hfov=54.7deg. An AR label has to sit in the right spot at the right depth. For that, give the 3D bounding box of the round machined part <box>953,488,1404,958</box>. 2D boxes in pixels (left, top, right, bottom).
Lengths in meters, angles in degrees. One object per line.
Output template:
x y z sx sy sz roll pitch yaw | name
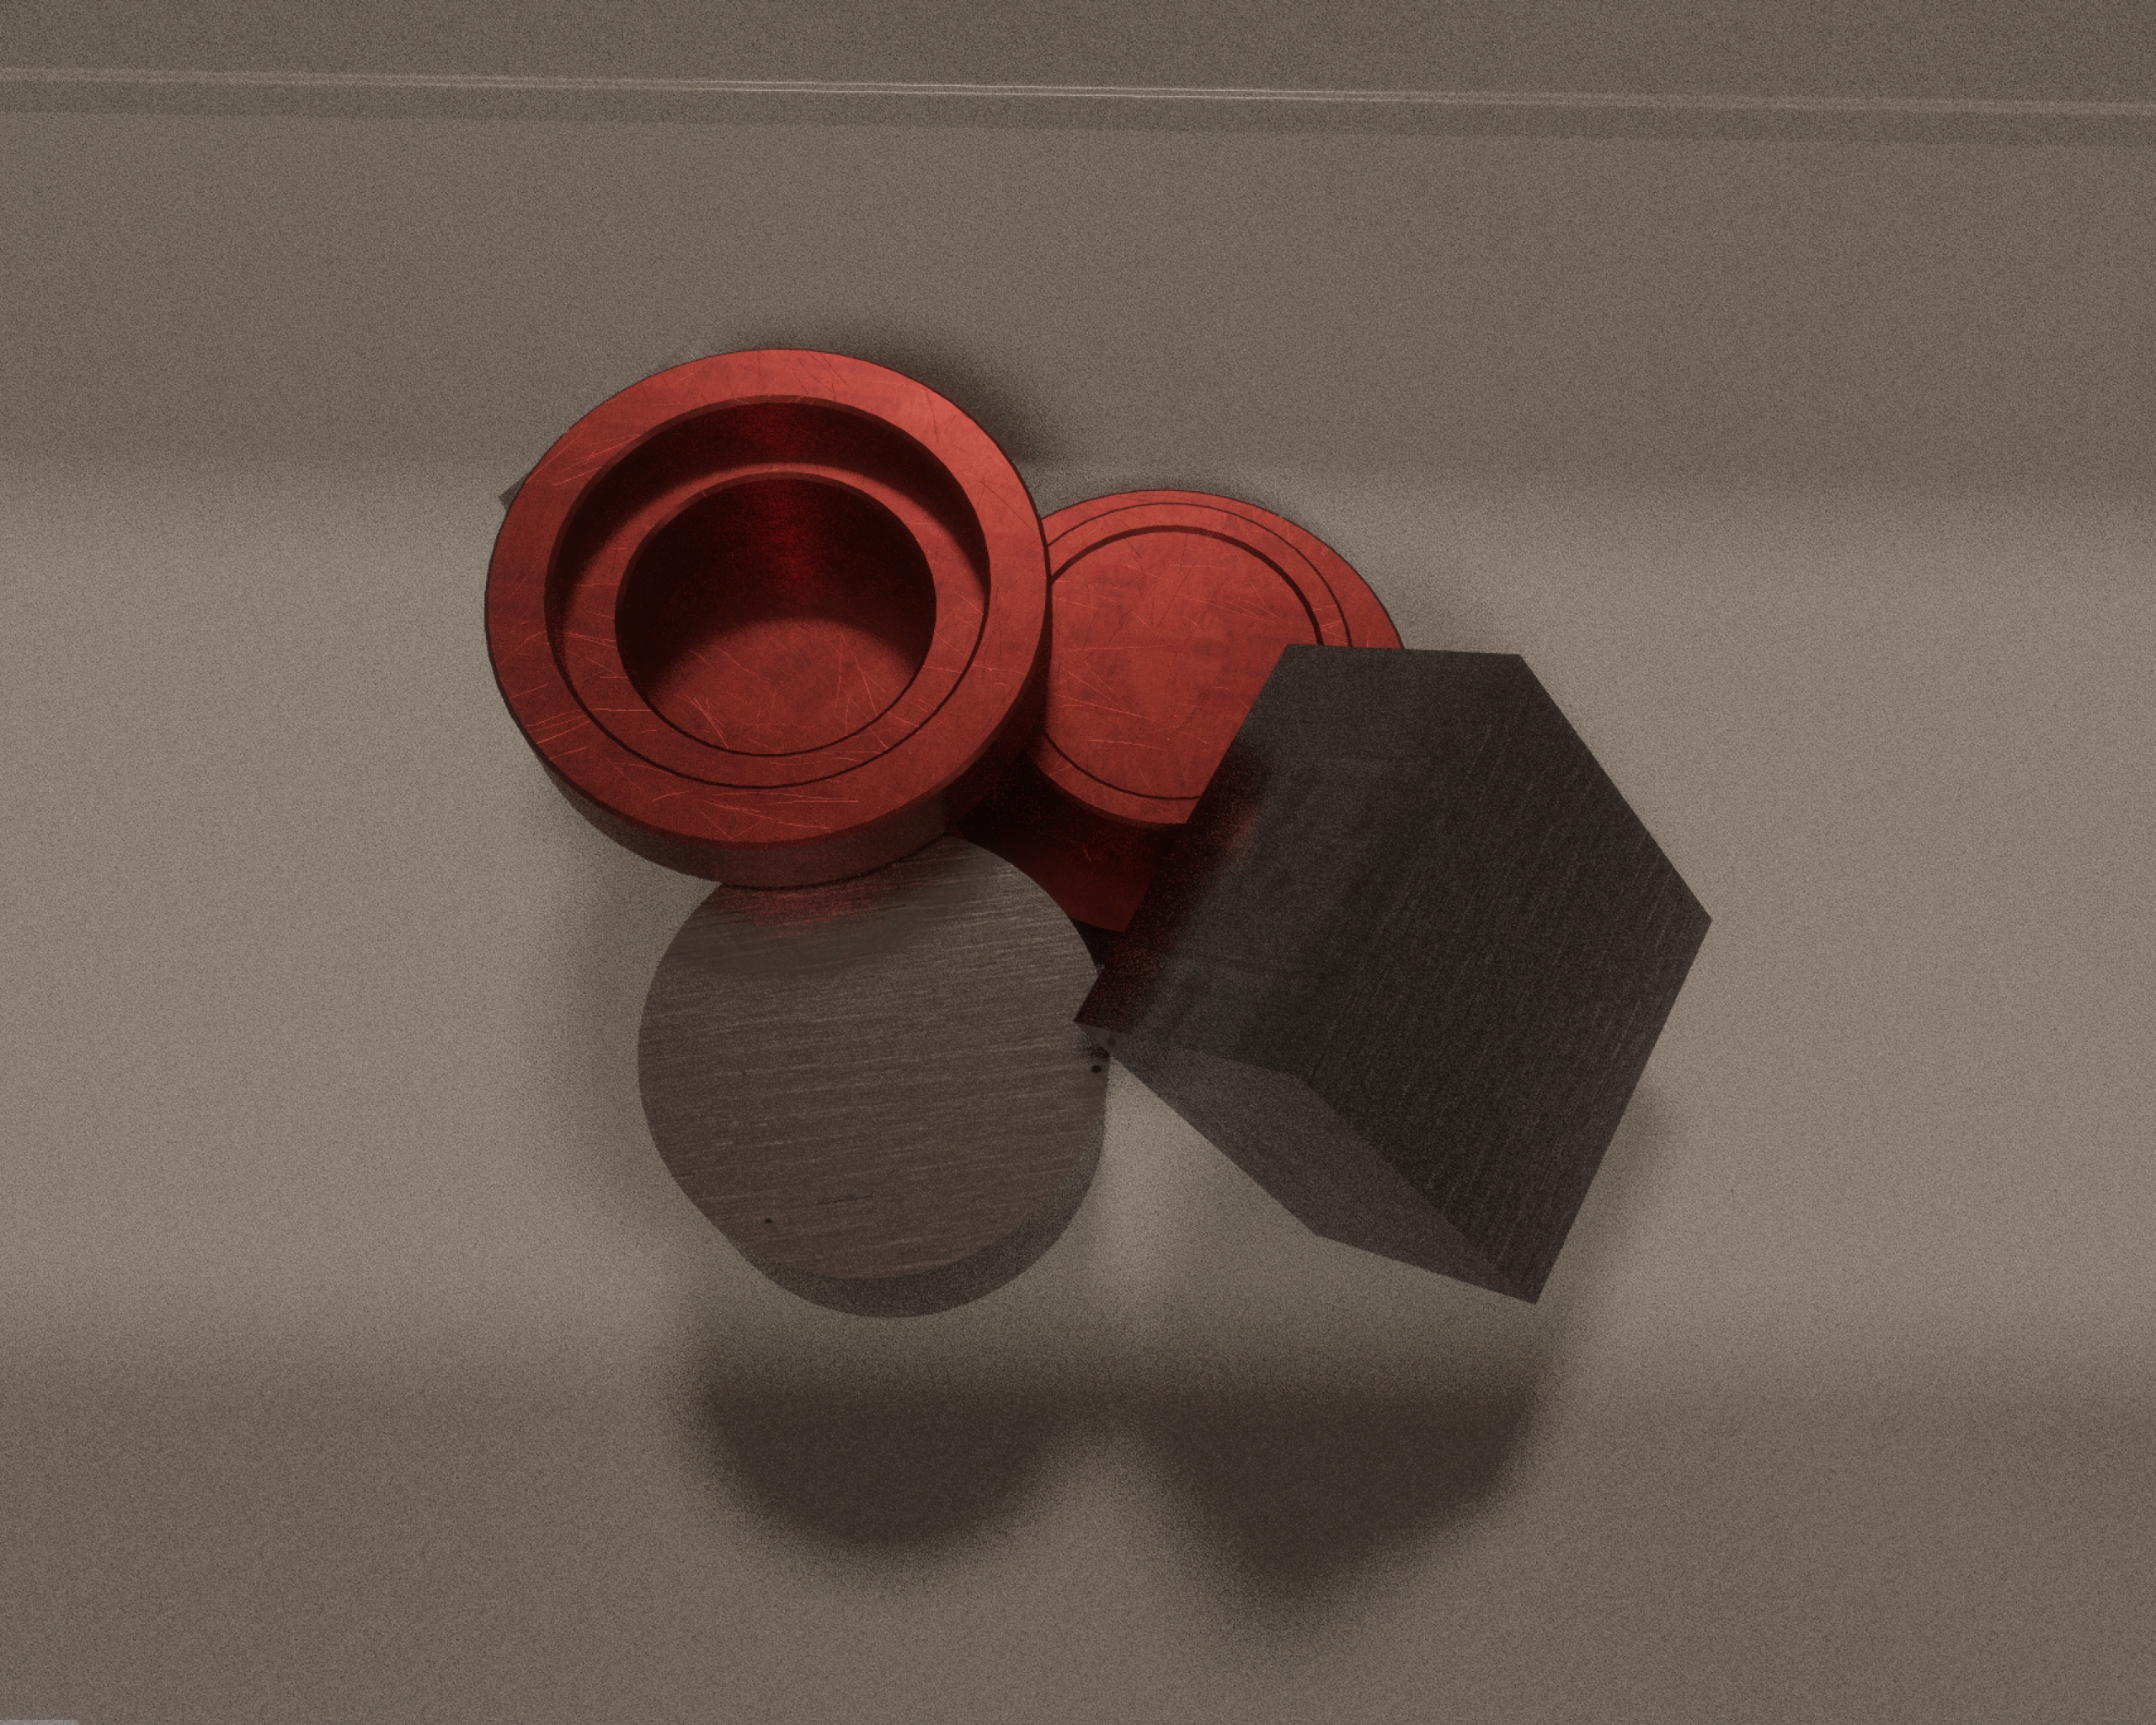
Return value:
0.018 -0.031 0.409 0.099 0.042 0.098 0 70 -1 | round machined part

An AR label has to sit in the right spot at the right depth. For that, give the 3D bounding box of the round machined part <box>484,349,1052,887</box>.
-0.054 -0.041 0.382 0.099 0.042 0.098 0 70 -1 | round machined part

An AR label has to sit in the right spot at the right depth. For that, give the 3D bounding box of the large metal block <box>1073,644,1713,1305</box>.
0.058 0.019 0.365 0.050 0.080 0.080 9 63 47 | large metal block

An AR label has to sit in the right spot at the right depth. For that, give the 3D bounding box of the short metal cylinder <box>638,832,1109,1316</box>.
-0.035 0.039 0.380 0.081 0.050 0.080 0 70 0 | short metal cylinder

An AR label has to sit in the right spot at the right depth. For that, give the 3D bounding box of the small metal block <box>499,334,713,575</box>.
-0.082 -0.069 0.418 0.025 0.050 0.050 42 76 13 | small metal block
